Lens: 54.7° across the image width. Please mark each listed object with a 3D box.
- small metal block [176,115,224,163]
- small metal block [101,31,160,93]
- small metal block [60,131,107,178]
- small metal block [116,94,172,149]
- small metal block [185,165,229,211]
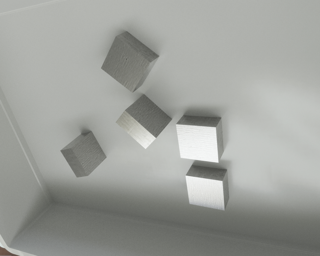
[{"bbox_3d":[0.051,0.013,0.390,0.050,0.025,0.050,5,121,25],"label":"small metal block"},{"bbox_3d":[-0.037,-0.080,0.379,0.050,0.025,0.050,38,129,2],"label":"small metal block"},{"bbox_3d":[-0.117,0.040,0.479,0.025,0.050,0.050,-13,112,34],"label":"small metal block"},{"bbox_3d":[-0.019,-0.009,0.397,0.050,0.050,0.025,42,129,-1],"label":"small metal block"},{"bbox_3d":[0.066,0.081,0.424,0.050,0.025,0.050,5,121,26],"label":"small metal block"}]
